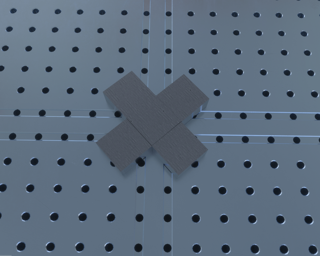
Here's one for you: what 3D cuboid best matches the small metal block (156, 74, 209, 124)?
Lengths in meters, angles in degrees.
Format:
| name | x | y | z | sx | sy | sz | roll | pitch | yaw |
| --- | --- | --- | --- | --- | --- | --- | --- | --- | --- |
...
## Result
| name | x | y | z | sx | sy | sz | roll | pitch | yaw |
| --- | --- | --- | --- | --- | --- | --- | --- | --- | --- |
| small metal block | 0.030 | -0.037 | 0.425 | 0.050 | 0.025 | 0.050 | -39 | 75 | -13 |

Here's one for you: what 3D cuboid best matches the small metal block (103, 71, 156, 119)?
| name | x | y | z | sx | sy | sz | roll | pitch | yaw |
| --- | --- | --- | --- | --- | --- | --- | --- | --- | --- |
| small metal block | -0.041 | -0.042 | 0.426 | 0.050 | 0.025 | 0.050 | -39 | 75 | -13 |

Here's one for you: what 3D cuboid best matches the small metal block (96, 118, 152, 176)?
| name | x | y | z | sx | sy | sz | roll | pitch | yaw |
| --- | --- | --- | --- | --- | --- | --- | --- | --- | --- |
| small metal block | -0.046 | 0.025 | 0.402 | 0.050 | 0.025 | 0.050 | -39 | 75 | -13 |

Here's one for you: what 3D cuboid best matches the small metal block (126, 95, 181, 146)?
| name | x | y | z | sx | sy | sz | roll | pitch | yaw |
| --- | --- | --- | --- | --- | --- | --- | --- | --- | --- |
| small metal block | -0.008 | -0.007 | 0.413 | 0.050 | 0.025 | 0.050 | -39 | 75 | -13 |

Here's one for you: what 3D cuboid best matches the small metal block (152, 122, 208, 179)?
| name | x | y | z | sx | sy | sz | roll | pitch | yaw |
| --- | --- | --- | --- | --- | --- | --- | --- | --- | --- |
| small metal block | 0.025 | 0.029 | 0.401 | 0.050 | 0.025 | 0.050 | -39 | 75 | -13 |
